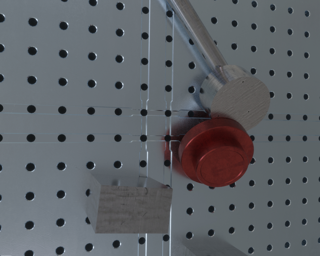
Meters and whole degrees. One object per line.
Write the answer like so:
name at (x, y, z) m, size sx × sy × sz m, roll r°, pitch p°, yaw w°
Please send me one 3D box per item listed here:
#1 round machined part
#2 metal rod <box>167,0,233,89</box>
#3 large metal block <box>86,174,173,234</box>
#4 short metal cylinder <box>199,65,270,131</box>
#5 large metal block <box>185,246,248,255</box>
round machined part at (0.076, 0.039, 0.407) m, size 0.099 × 0.042 × 0.097 m, roll -4°, pitch 124°, yaw -6°
metal rod at (0.020, -0.180, 0.419) m, size 0.025 × 0.025 × 0.299 m, roll -38°, pitch 103°, yaw -16°
large metal block at (-0.040, 0.088, 0.369) m, size 0.081 × 0.080 × 0.050 m, roll 7°, pitch 88°, yaw -20°
short metal cylinder at (0.099, -0.039, 0.419) m, size 0.081 × 0.050 × 0.079 m, roll -5°, pitch 119°, yaw -9°
large metal block at (0.078, 0.213, 0.429) m, size 0.081 × 0.050 × 0.080 m, roll 8°, pitch 87°, yaw -20°
